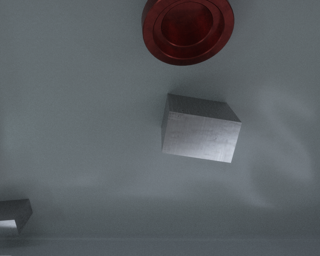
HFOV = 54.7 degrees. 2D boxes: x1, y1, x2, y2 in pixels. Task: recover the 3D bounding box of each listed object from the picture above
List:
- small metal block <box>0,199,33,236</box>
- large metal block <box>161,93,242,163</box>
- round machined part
[{"bbox_3d":[-0.219,0.128,0.442,0.050,0.050,0.025,-5,110,1],"label":"small metal block"},{"bbox_3d":[0.046,-0.003,0.382,0.081,0.080,0.050,9,110,-4],"label":"large metal block"},{"bbox_3d":[0.028,-0.120,0.343,0.099,0.042,0.097,-5,143,-4],"label":"round machined part"}]
